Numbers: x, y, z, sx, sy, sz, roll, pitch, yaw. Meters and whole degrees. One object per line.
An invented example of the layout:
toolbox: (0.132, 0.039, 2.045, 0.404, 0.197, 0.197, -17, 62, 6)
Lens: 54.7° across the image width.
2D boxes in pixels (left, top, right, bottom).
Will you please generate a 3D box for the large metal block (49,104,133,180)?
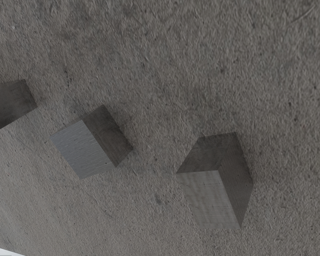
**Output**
large metal block: (-0.101, 0.022, 0.458, 0.080, 0.050, 0.080, -22, 107, 36)

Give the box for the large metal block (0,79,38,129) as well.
large metal block: (-0.259, -0.035, 0.486, 0.080, 0.080, 0.050, -3, 117, 29)

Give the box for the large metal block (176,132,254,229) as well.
large metal block: (0.070, 0.062, 0.373, 0.050, 0.080, 0.080, -10, 113, 33)
